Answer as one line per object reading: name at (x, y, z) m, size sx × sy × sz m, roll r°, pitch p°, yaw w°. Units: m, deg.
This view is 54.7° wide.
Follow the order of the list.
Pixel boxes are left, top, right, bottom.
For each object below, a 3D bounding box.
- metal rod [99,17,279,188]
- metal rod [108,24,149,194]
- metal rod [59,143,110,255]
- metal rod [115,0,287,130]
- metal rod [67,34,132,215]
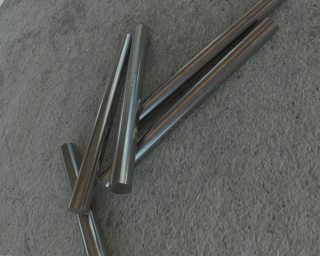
metal rod at (0.039, -0.033, 0.403) m, size 0.300 × 0.025 × 0.025 m, roll -44°, pitch 51°, yaw -2°
metal rod at (-0.037, -0.050, 0.424) m, size 0.025 × 0.025 × 0.300 m, roll -15°, pitch 46°, yaw 20°
metal rod at (-0.078, 0.132, 0.363) m, size 0.025 × 0.025 × 0.300 m, roll -34°, pitch 51°, yaw 6°
metal rod at (0.059, -0.092, 0.429) m, size 0.300 × 0.025 × 0.025 m, roll -41°, pitch 51°, yaw 0°
metal rod at (-0.075, -0.026, 0.443) m, size 0.025 × 0.025 × 0.300 m, roll -8°, pitch 53°, yaw 24°
